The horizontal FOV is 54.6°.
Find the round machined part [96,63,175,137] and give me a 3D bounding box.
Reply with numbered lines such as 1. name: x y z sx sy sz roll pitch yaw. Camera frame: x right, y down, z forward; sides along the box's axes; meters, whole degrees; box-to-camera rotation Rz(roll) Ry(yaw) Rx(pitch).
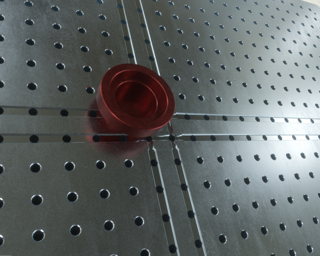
1. round machined part: -0.034 -0.031 0.398 0.099 0.042 0.098 13 56 -21
